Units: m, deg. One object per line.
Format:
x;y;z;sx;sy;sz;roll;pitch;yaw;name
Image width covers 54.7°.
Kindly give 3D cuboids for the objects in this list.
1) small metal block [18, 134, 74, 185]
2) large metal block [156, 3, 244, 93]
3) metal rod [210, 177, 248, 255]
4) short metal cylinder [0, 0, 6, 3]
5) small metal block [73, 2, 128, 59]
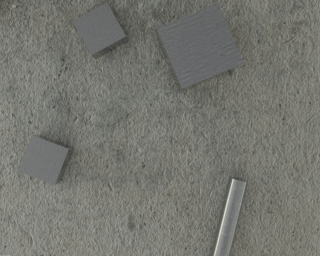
-0.149;0.041;0.408;0.050;0.025;0.050;21;90;-1;small metal block
0.048;-0.099;0.398;0.080;0.050;0.080;-23;90;-1;large metal block
0.070;0.213;0.411;0.025;0.025;0.298;13;90;-1;metal rod
-0.233;-0.187;0.379;0.050;0.080;0.080;-28;90;0;short metal cylinder
-0.078;-0.127;0.409;0.050;0.025;0.050;-29;90;-1;small metal block
